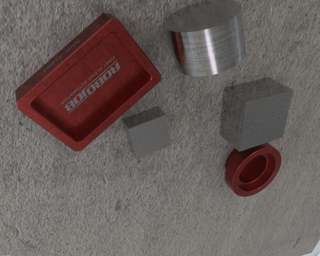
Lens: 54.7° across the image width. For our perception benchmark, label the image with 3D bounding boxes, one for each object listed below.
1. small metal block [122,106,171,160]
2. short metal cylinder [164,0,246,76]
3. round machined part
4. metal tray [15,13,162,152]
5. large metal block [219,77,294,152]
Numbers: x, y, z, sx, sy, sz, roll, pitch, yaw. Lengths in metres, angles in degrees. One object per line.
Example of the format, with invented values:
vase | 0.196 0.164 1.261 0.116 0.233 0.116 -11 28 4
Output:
small metal block | -0.017 0.006 0.402 0.050 0.025 0.050 -22 127 -16
short metal cylinder | 0.050 -0.099 0.337 0.080 0.080 0.050 -27 128 -11
round machined part | 0.149 0.063 0.517 0.099 0.042 0.097 -14 124 -21
metal tray | -0.074 -0.046 0.334 0.130 0.030 0.090 -42 130 0
large metal block | 0.138 -0.021 0.453 0.081 0.050 0.079 -15 125 -20
